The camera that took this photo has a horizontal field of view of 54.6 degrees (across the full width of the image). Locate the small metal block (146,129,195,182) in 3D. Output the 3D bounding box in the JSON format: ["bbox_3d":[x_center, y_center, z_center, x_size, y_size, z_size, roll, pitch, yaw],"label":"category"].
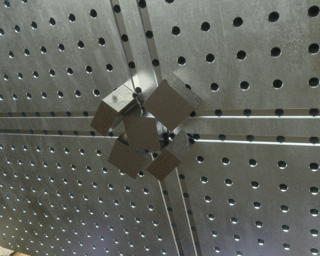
[{"bbox_3d":[0.015,0.036,0.410,0.025,0.050,0.050,41,129,1],"label":"small metal block"}]

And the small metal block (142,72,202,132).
[{"bbox_3d":[0.014,-0.031,0.385,0.050,0.025,0.050,42,130,-1],"label":"small metal block"}]

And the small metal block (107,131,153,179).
[{"bbox_3d":[-0.044,0.040,0.460,0.050,0.025,0.050,33,128,6],"label":"small metal block"}]

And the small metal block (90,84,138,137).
[{"bbox_3d":[-0.061,-0.023,0.413,0.025,0.050,0.050,37,130,2],"label":"small metal block"}]

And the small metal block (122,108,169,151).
[{"bbox_3d":[-0.019,0.002,0.422,0.050,0.025,0.050,4,119,27],"label":"small metal block"}]
